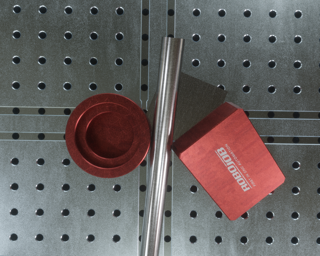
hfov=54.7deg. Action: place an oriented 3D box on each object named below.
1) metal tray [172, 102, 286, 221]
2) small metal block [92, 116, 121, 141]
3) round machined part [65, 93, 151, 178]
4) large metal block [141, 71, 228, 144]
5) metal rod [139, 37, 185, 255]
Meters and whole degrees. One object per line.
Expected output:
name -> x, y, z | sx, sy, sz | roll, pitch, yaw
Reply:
metal tray -> 0.087, 0.044, 0.383 | 0.090, 0.030, 0.130 | -38, 115, 0
small metal block -> -0.073, -0.007, 0.410 | 0.050, 0.025, 0.050 | -22, 90, 0
round machined part -> -0.059, 0.009, 0.374 | 0.099, 0.042, 0.097 | 0, 91, 3
large metal block -> 0.030, -0.023, 0.398 | 0.080, 0.050, 0.080 | 23, 90, 0
metal rod -> -0.001, 0.046, 0.370 | 0.025, 0.025, 0.298 | 6, 106, 0
